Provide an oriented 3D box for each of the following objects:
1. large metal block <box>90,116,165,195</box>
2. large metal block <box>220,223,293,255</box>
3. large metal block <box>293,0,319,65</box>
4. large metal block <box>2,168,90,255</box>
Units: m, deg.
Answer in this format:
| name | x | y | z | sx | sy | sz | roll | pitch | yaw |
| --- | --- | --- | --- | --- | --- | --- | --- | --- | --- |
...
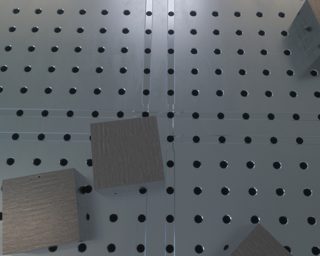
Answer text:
| name | x | y | z | sx | sy | sz | roll | pitch | yaw |
| --- | --- | --- | --- | --- | --- | --- | --- | --- | --- |
| large metal block | -0.039 | 0.035 | 0.385 | 0.080 | 0.050 | 0.080 | -7 | 70 | -3 |
| large metal block | 0.106 | 0.164 | 0.339 | 0.080 | 0.050 | 0.080 | -42 | 75 | -14 |
| large metal block | 0.257 | -0.147 | 0.454 | 0.080 | 0.050 | 0.080 | -11 | 70 | -4 |
| large metal block | -0.131 | 0.097 | 0.362 | 0.080 | 0.050 | 0.080 | -9 | 70 | -4 |
